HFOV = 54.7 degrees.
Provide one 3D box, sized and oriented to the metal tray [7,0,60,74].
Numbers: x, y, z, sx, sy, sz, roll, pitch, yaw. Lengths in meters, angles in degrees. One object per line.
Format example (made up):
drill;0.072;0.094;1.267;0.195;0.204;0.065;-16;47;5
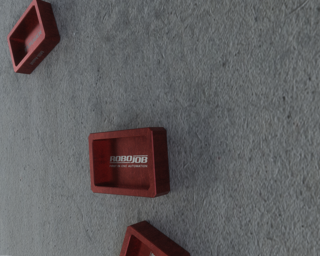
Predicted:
metal tray;-0.252;-0.176;0.609;0.130;0.030;0.090;-30;71;36

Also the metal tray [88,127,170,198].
metal tray;-0.048;0.048;0.441;0.130;0.030;0.089;-6;86;39

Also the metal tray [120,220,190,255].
metal tray;-0.018;0.205;0.416;0.090;0.030;0.129;25;106;37
